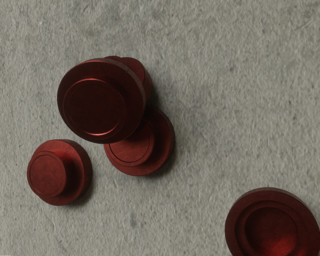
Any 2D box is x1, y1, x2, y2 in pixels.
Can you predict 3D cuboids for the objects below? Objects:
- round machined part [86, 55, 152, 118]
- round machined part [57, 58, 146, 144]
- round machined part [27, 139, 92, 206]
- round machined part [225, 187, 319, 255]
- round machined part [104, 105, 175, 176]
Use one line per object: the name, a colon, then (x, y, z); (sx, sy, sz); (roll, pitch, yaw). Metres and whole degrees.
round machined part: (-0.063, -0.054, 0.398); (0.098, 0.042, 0.098); (-14, 55, 21)
round machined part: (-0.067, -0.026, 0.345); (0.099, 0.042, 0.097); (2, 111, 5)
round machined part: (-0.153, 0.065, 0.452); (0.098, 0.042, 0.097); (0, 90, 19)
round machined part: (0.127, 0.116, 0.355); (0.098, 0.042, 0.097); (0, 90, 19)
round machined part: (-0.033, 0.016, 0.411); (0.098, 0.042, 0.097); (0, 90, 19)
